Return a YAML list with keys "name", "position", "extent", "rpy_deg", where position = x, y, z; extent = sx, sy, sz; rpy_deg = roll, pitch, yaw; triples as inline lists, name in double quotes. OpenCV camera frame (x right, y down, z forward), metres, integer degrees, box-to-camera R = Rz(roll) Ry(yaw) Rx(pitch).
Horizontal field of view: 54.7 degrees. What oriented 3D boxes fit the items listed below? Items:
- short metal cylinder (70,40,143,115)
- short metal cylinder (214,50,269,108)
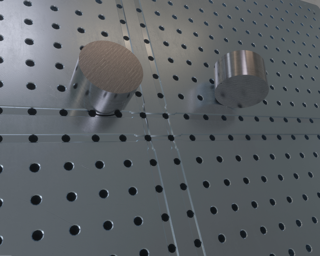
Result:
- name: "short metal cylinder"
  position: [-0.068, -0.063, 0.394]
  extent: [0.081, 0.050, 0.080]
  rpy_deg: [14, 56, -21]
- name: "short metal cylinder"
  position: [0.126, -0.075, 0.486]
  extent: [0.081, 0.080, 0.050]
  rpy_deg: [17, 55, -19]
